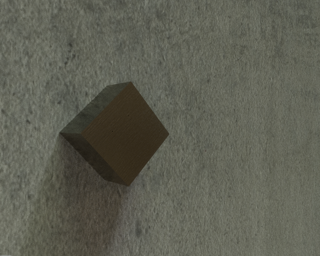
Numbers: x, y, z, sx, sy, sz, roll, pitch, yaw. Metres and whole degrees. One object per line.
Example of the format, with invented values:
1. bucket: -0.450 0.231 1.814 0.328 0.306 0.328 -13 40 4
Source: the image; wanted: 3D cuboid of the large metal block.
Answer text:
1. large metal block: -0.048 0.006 0.350 0.080 0.050 0.080 -51 121 -28
